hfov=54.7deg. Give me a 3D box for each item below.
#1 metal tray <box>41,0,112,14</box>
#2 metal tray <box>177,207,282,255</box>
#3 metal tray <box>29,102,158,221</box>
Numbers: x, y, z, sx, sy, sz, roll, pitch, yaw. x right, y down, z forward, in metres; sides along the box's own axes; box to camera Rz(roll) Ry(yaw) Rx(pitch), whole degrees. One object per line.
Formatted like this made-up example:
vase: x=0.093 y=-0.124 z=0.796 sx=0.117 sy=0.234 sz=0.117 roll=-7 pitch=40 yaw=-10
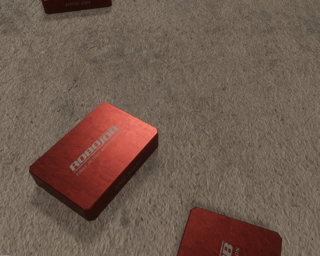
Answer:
metal tray: x=-0.170 y=-0.275 z=0.629 sx=0.131 sy=0.030 sz=0.090 roll=-11 pitch=51 yaw=-10
metal tray: x=0.054 y=0.146 z=0.278 sx=0.090 sy=0.030 sz=0.130 roll=15 pitch=51 yaw=12
metal tray: x=-0.074 y=0.033 z=0.371 sx=0.090 sy=0.030 sz=0.131 roll=28 pitch=55 yaw=21
